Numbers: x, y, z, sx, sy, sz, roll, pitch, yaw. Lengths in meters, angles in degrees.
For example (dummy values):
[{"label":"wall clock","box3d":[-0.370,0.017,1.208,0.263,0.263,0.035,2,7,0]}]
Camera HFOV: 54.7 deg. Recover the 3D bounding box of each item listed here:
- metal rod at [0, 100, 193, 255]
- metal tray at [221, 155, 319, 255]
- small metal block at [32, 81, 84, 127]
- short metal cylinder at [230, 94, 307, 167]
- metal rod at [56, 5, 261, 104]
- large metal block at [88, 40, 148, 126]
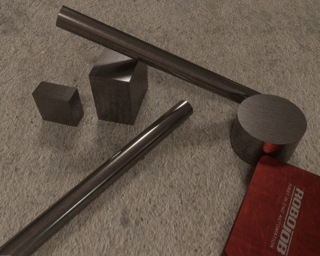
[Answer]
[{"label":"metal rod","box3d":[-0.065,0.057,0.354,0.025,0.025,0.302,35,58,25]},{"label":"metal tray","box3d":[0.127,0.098,0.319,0.090,0.030,0.130,22,53,17]},{"label":"small metal block","box3d":[-0.134,-0.031,0.411,0.050,0.050,0.025,12,51,9]},{"label":"short metal cylinder","box3d":[0.132,0.003,0.386,0.081,0.050,0.080,0,50,0]},{"label":"metal rod","box3d":[0.023,-0.077,0.391,0.302,0.025,0.025,20,49,-15]},{"label":"large metal block","box3d":[-0.052,-0.063,0.419,0.050,0.080,0.080,10,51,8]}]
